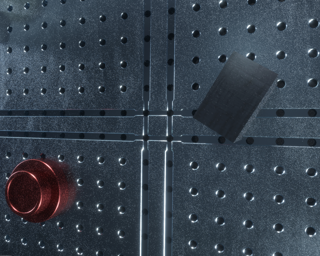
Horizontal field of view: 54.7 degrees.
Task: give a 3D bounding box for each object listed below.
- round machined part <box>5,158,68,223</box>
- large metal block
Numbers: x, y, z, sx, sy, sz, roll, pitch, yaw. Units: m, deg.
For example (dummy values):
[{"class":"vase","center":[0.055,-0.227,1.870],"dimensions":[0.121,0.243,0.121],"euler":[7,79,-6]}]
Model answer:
[{"class":"round machined part","center":[-0.194,0.096,0.472],"dimensions":[0.098,0.042,0.097],"euler":[0,90,20]},{"class":"large metal block","center":[0.089,-0.032,0.352],"dimensions":[0.050,0.080,0.080],"euler":[34,101,17]}]
